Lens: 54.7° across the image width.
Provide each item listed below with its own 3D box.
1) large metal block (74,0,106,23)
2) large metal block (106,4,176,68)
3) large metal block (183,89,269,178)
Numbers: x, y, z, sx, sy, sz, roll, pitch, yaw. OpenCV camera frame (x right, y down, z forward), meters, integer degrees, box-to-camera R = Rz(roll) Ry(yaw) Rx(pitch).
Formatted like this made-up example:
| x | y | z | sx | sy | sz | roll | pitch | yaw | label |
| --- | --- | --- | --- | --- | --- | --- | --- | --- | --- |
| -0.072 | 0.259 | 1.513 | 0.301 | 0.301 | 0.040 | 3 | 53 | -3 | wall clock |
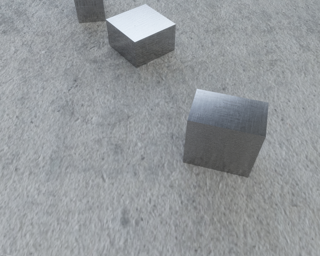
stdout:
| x | y | z | sx | sy | sz | roll | pitch | yaw | label |
| --- | --- | --- | --- | --- | --- | --- | --- | --- | --- |
| -0.134 | -0.256 | 0.581 | 0.050 | 0.080 | 0.080 | -7 | 51 | -7 | large metal block |
| -0.031 | -0.155 | 0.517 | 0.081 | 0.050 | 0.080 | -31 | 57 | -24 | large metal block |
| 0.074 | 0.007 | 0.362 | 0.080 | 0.080 | 0.050 | 12 | 51 | 10 | large metal block |
